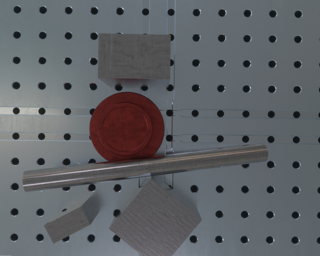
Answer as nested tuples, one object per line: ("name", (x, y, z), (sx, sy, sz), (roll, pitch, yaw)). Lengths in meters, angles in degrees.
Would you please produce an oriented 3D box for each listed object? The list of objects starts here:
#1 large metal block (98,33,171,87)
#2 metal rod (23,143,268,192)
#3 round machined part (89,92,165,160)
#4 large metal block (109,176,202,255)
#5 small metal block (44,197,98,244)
("large metal block", (-0.029, -0.080, 0.385), (0.081, 0.080, 0.050), (1, 90, 0))
("metal rod", (-0.009, 0.048, 0.389), (0.302, 0.025, 0.025), (-6, 90, -10))
("round machined part", (-0.043, 0.001, 0.404), (0.099, 0.042, 0.097), (0, 90, 0))
("large metal block", (-0.005, 0.117, 0.401), (0.080, 0.050, 0.080), (40, 90, 0))
("small metal block", (-0.112, 0.118, 0.400), (0.050, 0.050, 0.025), (-27, 90, 0))
